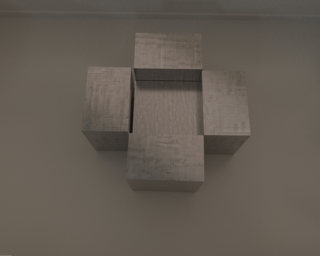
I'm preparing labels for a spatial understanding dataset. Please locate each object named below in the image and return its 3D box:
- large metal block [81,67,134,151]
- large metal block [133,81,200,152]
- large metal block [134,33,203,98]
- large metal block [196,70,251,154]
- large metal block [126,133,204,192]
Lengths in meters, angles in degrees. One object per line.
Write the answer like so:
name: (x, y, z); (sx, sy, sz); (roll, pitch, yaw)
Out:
large metal block: (-0.059, -0.021, 0.387); (0.050, 0.080, 0.080); (1, 70, 0)
large metal block: (0.008, -0.013, 0.399); (0.080, 0.050, 0.080); (1, 70, 0)
large metal block: (0.010, -0.079, 0.408); (0.080, 0.080, 0.050); (1, 70, 0)
large metal block: (0.074, -0.016, 0.386); (0.050, 0.080, 0.080); (1, 70, 0)
large metal block: (0.006, 0.043, 0.363); (0.080, 0.080, 0.050); (2, 70, 0)
